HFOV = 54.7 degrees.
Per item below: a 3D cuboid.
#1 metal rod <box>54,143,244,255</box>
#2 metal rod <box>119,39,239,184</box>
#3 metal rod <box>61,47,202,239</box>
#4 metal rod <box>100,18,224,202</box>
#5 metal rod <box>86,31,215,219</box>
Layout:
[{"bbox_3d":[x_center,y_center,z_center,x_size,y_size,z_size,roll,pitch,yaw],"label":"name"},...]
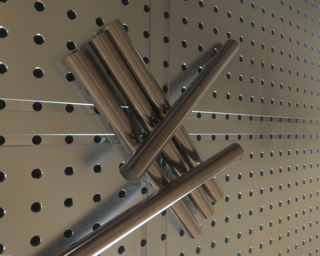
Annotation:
[{"bbox_3d":[-0.006,0.093,0.379,0.302,0.025,0.025,-27,108,-28],"label":"metal rod"},{"bbox_3d":[0.043,-0.042,0.421,0.301,0.025,0.025,-51,121,-37],"label":"metal rod"},{"bbox_3d":[-0.022,0.036,0.392,0.025,0.025,0.299,-47,118,-30],"label":"metal rod"},{"bbox_3d":[0.015,-0.007,0.423,0.025,0.025,0.299,-48,119,-29],"label":"metal rod"},{"bbox_3d":[0.000,0.013,0.411,0.025,0.025,0.299,-47,118,-30],"label":"metal rod"}]
